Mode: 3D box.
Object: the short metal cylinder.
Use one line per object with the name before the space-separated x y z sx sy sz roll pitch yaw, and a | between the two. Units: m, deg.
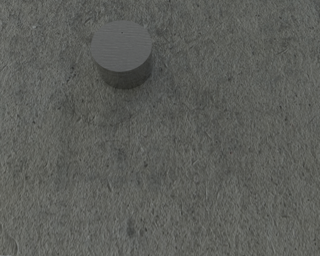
short metal cylinder | -0.051 -0.101 0.432 0.080 0.050 0.080 0 70 0
